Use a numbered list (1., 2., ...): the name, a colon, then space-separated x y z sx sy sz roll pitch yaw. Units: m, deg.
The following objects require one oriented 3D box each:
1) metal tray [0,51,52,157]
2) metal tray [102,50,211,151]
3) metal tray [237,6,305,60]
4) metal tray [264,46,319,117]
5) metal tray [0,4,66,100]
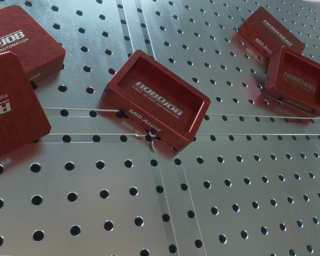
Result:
1. metal tray: -0.181 -0.009 0.287 0.131 0.030 0.090 -32 108 -38
2. metal tray: -0.001 -0.040 0.427 0.130 0.030 0.090 34 51 -6
3. metal tray: 0.232 -0.186 0.642 0.130 0.030 0.090 43 51 1
4. metal tray: 0.262 -0.085 0.577 0.131 0.030 0.090 20 74 -16
5. metal tray: -0.188 -0.083 0.354 0.090 0.030 0.131 44 51 2
